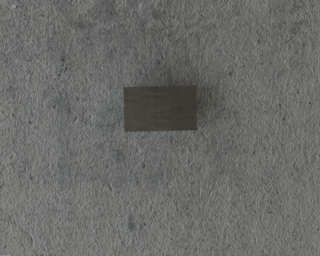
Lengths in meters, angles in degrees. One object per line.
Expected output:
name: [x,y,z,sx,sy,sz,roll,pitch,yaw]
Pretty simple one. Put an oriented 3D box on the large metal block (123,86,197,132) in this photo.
large metal block: [0.000,-0.022,0.384,0.081,0.080,0.050,-1,90,-1]
